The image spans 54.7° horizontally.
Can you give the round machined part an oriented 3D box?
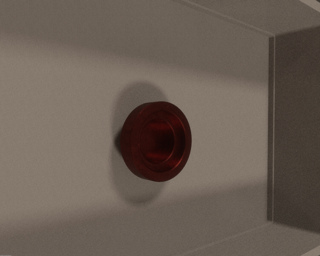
[{"bbox_3d":[-0.009,0.016,0.390,0.099,0.042,0.097,0,90,-40],"label":"round machined part"}]
